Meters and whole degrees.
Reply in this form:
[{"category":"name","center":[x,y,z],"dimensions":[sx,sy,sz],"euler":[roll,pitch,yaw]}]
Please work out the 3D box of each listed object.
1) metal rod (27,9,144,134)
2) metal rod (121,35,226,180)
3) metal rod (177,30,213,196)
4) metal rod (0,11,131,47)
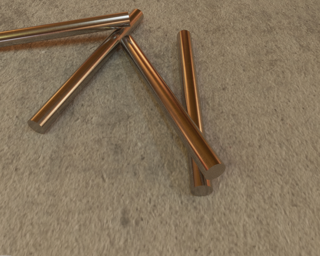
[{"category":"metal rod","center":[-0.101,-0.107,0.491],"dimensions":[0.025,0.025,0.301],"euler":[19,52,14]},{"category":"metal rod","center":[0.002,-0.050,0.425],"dimensions":[0.025,0.025,0.300],"euler":[-17,46,-14]},{"category":"metal rod","center":[0.044,-0.045,0.441],"dimensions":[0.025,0.025,0.300],"euler":[0,50,-1]},{"category":"metal rod","center":[-0.200,-0.157,0.514],"dimensions":[0.302,0.025,0.025],"euler":[-10,51,-2]}]
